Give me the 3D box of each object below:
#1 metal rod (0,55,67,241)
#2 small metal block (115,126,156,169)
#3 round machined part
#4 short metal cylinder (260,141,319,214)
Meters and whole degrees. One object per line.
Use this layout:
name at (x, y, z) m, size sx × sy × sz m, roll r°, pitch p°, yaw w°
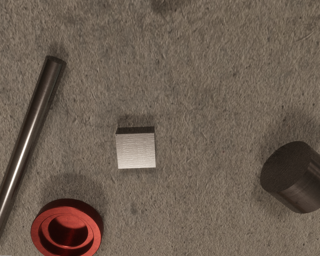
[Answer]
metal rod at (-0.191, 0.043, 0.423) m, size 0.025 × 0.025 × 0.298 m, roll 24°, pitch 108°, yaw -9°
small metal block at (-0.032, 0.026, 0.419) m, size 0.050 × 0.025 × 0.050 m, roll -2°, pitch 110°, yaw 0°
round machined part at (-0.131, 0.144, 0.452) m, size 0.099 × 0.042 × 0.097 m, roll 0°, pitch 110°, yaw -1°
short metal cylinder at (0.180, 0.064, 0.407) m, size 0.050 × 0.080 × 0.080 m, roll 37°, pitch 106°, yaw -13°
